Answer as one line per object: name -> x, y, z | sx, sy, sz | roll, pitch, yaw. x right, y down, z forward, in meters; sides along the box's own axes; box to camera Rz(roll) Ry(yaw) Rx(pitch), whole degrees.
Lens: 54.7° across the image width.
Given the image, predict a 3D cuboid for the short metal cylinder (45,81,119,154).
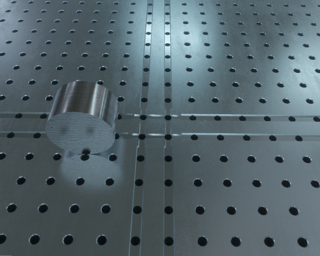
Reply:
short metal cylinder -> -0.093, -0.011, 0.380 | 0.081, 0.080, 0.050 | 1, 50, 0
